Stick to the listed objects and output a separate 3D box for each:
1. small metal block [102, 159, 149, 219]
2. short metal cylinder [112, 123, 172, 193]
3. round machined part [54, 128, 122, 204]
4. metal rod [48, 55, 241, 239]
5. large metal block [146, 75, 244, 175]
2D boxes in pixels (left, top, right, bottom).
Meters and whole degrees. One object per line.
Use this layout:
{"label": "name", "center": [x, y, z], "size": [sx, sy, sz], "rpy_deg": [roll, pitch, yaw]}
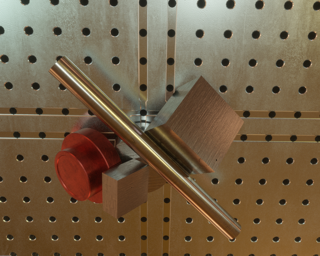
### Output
{"label": "small metal block", "center": [-0.040, 0.070, 0.366], "size": [0.025, 0.050, 0.050], "rpy_deg": [19, 116, 36]}
{"label": "short metal cylinder", "center": [-0.024, 0.039, 0.410], "size": [0.081, 0.050, 0.079], "rpy_deg": [0, 110, 0]}
{"label": "round machined part", "center": [-0.095, 0.052, 0.391], "size": [0.098, 0.042, 0.097], "rpy_deg": [18, 120, 34]}
{"label": "metal rod", "center": [-0.006, 0.033, 0.368], "size": [0.025, 0.025, 0.300], "rpy_deg": [-42, 105, 14]}
{"label": "large metal block", "center": [0.042, -0.002, 0.373], "size": [0.080, 0.050, 0.080], "rpy_deg": [44, 61, -15]}
